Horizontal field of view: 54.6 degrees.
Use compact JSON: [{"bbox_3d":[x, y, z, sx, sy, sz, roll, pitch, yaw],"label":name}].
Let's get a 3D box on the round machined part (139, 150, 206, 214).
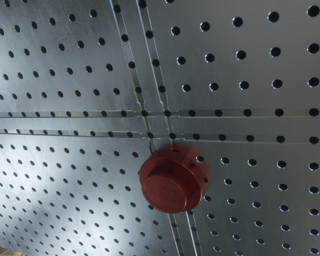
[{"bbox_3d":[0.013,0.084,0.446,0.098,0.042,0.097,13,124,21],"label":"round machined part"}]
